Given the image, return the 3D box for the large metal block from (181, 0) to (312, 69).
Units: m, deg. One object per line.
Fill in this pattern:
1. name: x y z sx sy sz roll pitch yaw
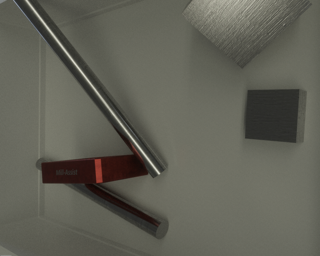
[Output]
1. large metal block: 0.080 -0.119 0.298 0.080 0.050 0.080 38 121 -12

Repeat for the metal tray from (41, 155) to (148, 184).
1. metal tray: -0.093 0.057 0.438 0.130 0.091 0.030 -8 85 39

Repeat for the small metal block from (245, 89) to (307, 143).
1. small metal block: 0.116 -0.013 0.311 0.050 0.025 0.050 4 93 39

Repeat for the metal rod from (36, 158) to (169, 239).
1. metal rod: -0.110 0.100 0.494 0.300 0.025 0.025 16 100 38

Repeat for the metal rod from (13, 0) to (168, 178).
1. metal rod: -0.092 -0.059 0.409 0.025 0.025 0.300 -39 89 33
